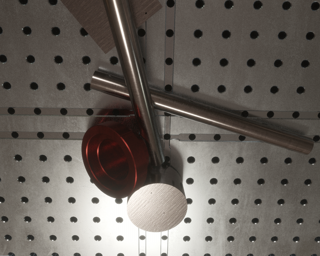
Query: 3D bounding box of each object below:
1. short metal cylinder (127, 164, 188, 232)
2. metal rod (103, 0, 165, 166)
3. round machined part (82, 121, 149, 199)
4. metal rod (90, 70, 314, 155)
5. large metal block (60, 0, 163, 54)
[{"bbox_3d":[-0.005,0.097,0.433,0.081,0.050,0.079,-2,113,-4],"label":"short metal cylinder"},{"bbox_3d":[-0.031,-0.072,0.341,0.025,0.025,0.298,-10,127,3],"label":"metal rod"},{"bbox_3d":[-0.053,0.038,0.401,0.098,0.042,0.097,14,114,35],"label":"round machined part"},{"bbox_3d":[0.060,-0.018,0.407,0.302,0.025,0.025,17,109,-7],"label":"metal rod"},{"bbox_3d":[-0.054,-0.143,0.347,0.080,0.050,0.080,-36,107,12],"label":"large metal block"}]
